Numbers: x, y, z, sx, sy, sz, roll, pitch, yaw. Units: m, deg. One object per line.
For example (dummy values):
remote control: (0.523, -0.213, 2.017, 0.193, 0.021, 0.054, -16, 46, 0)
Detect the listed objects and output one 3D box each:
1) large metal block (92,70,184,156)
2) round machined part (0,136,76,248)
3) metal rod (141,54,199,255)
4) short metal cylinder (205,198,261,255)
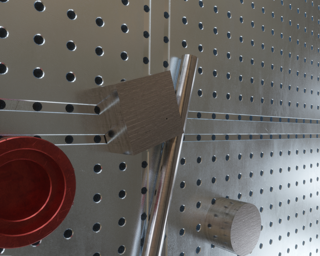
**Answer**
large metal block: (-0.024, -0.020, 0.374, 0.081, 0.050, 0.079, -22, 104, -38)
round machined part: (-0.133, 0.056, 0.288, 0.099, 0.042, 0.097, 0, 90, -40)
metal rod: (0.013, 0.043, 0.422, 0.025, 0.025, 0.299, 19, 78, -39)
short metal cylinder: (0.117, 0.156, 0.494, 0.081, 0.050, 0.079, 0, 91, -40)
